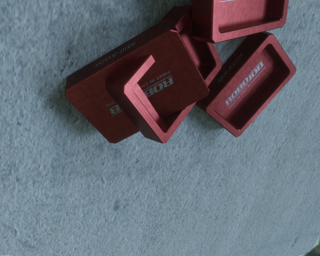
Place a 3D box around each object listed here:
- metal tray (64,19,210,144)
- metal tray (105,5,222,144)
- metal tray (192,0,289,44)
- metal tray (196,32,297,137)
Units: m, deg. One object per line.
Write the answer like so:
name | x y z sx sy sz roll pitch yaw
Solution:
metal tray | -0.023 -0.045 0.337 0.130 0.030 0.090 -27 129 12
metal tray | 0.011 -0.059 0.343 0.130 0.030 0.090 -53 132 -20
metal tray | 0.093 -0.150 0.340 0.131 0.030 0.089 -22 123 -32
metal tray | 0.121 -0.059 0.435 0.090 0.030 0.130 34 99 -39
